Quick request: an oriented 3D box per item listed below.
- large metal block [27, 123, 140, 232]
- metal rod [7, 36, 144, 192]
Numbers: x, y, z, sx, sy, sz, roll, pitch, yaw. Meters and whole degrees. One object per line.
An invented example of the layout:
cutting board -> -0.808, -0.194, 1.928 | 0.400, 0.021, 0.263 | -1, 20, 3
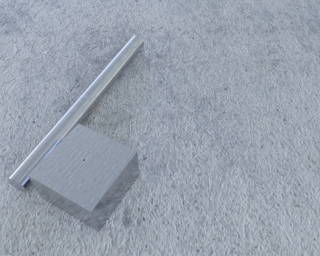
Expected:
large metal block -> -0.079, 0.052, 0.342 | 0.080, 0.050, 0.080 | 24, 54, 18
metal rod -> -0.100, -0.041, 0.436 | 0.025, 0.025, 0.301 | 19, 52, 15
